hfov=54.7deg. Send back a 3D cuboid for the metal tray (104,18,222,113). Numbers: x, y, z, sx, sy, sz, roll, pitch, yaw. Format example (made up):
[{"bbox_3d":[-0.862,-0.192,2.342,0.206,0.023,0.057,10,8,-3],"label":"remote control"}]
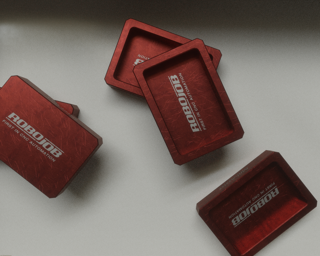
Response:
[{"bbox_3d":[0.004,-0.078,0.408,0.131,0.030,0.090,20,90,-1],"label":"metal tray"}]

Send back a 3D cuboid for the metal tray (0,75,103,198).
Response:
[{"bbox_3d":[-0.148,0.010,0.376,0.130,0.030,0.090,39,90,-1],"label":"metal tray"}]

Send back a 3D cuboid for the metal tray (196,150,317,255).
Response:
[{"bbox_3d":[0.126,0.102,0.410,0.130,0.030,0.090,-38,91,-1],"label":"metal tray"}]

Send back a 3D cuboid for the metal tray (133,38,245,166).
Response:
[{"bbox_3d":[0.034,-0.031,0.378,0.090,0.030,0.129,-24,90,-1],"label":"metal tray"}]

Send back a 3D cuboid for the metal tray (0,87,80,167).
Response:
[{"bbox_3d":[-0.182,-0.001,0.407,0.131,0.030,0.089,13,90,-1],"label":"metal tray"}]
